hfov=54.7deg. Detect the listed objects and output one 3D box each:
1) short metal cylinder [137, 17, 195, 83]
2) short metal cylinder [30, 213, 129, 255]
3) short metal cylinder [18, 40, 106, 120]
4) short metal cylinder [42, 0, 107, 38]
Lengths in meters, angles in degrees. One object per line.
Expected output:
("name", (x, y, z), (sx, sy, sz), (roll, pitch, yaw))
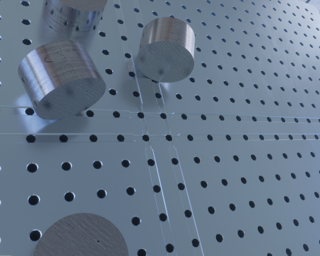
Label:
("short metal cylinder", (0.010, -0.111, 0.448), (0.081, 0.080, 0.050), (19, 54, -18))
("short metal cylinder", (-0.074, 0.123, 0.278), (0.081, 0.050, 0.080), (14, 56, -21))
("short metal cylinder", (-0.108, -0.052, 0.347), (0.081, 0.080, 0.050), (-19, 72, -36))
("short metal cylinder", (-0.120, -0.175, 0.435), (0.081, 0.050, 0.080), (14, 56, -21))
